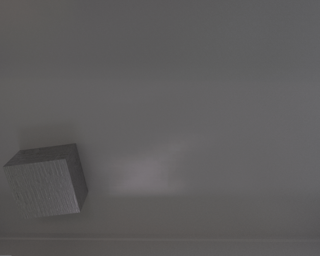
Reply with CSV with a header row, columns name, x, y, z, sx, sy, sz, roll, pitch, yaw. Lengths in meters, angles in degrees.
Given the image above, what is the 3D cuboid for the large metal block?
name,x,y,z,sx,sy,sz,roll,pitch,yaw
large metal block,-0.152,0.072,0.423,0.080,0.050,0.079,-8,110,2
